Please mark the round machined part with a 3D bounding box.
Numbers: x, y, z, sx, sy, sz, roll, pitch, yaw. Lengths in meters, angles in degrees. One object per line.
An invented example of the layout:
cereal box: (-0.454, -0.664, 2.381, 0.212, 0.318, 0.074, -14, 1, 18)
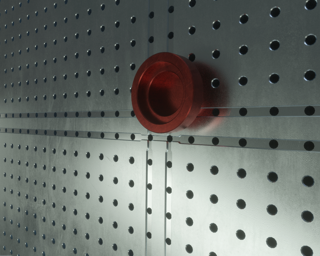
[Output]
round machined part: (0.013, -0.042, 0.388, 0.098, 0.042, 0.097, 0, 90, 40)
